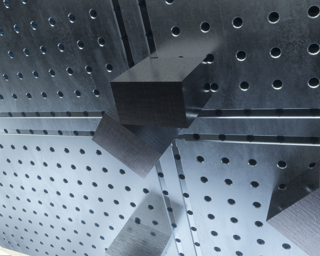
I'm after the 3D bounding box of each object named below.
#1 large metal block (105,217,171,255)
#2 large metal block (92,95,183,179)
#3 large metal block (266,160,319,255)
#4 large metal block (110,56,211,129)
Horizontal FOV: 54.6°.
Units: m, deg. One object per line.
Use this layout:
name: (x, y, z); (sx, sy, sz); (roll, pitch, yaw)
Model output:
large metal block: (-0.038, 0.213, 0.528); (0.080, 0.080, 0.050); (21, 126, 16)
large metal block: (-0.024, 0.003, 0.390); (0.080, 0.080, 0.050); (37, 129, 4)
large metal block: (0.185, 0.098, 0.358); (0.080, 0.050, 0.080); (38, 129, 2)
large metal block: (0.005, -0.043, 0.347); (0.080, 0.080, 0.050); (4, 120, 26)
